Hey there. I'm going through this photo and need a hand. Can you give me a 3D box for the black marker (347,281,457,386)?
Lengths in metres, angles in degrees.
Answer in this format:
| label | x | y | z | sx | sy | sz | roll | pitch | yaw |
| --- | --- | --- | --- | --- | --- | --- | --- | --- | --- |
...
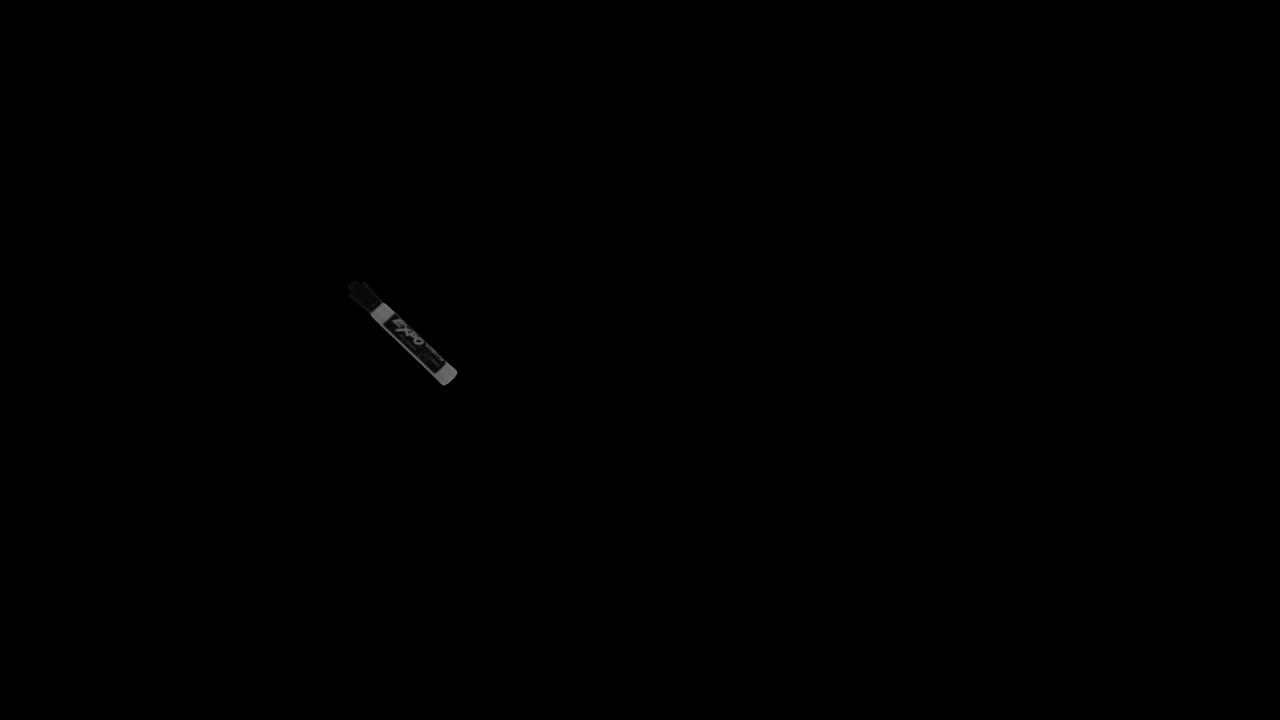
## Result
| label | x | y | z | sx | sy | sz | roll | pitch | yaw |
| --- | --- | --- | --- | --- | --- | --- | --- | --- | --- |
| black marker | -0.215 | -0.024 | 0.557 | 0.020 | 0.020 | 0.121 | 0 | -44 | 54 |
